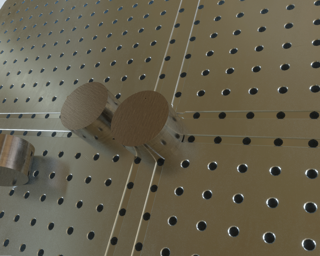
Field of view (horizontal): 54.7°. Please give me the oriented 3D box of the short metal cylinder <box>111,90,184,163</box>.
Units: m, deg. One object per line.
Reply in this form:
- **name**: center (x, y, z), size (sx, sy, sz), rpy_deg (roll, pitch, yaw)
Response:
- **short metal cylinder**: center (-0.016, -0.002, 0.401), size (0.080, 0.050, 0.080), rpy_deg (-13, 56, 21)

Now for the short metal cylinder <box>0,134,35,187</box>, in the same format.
- **short metal cylinder**: center (-0.236, 0.050, 0.466), size (0.080, 0.080, 0.050), rpy_deg (-14, 56, 20)

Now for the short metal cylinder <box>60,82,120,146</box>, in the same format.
- **short metal cylinder**: center (-0.097, -0.021, 0.456), size (0.080, 0.050, 0.080), rpy_deg (-13, 56, 21)
